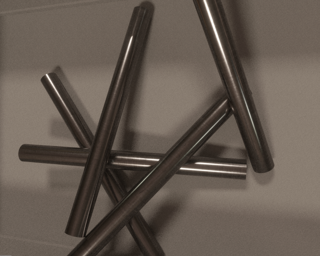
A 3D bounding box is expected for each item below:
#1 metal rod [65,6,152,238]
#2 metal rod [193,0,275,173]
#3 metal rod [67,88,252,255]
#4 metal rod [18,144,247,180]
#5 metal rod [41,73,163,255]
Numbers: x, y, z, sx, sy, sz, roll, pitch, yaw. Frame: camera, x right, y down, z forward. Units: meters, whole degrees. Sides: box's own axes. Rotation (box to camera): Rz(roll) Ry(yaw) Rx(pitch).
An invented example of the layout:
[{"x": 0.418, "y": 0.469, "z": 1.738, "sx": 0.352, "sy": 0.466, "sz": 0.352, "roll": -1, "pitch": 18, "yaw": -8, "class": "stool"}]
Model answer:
[{"x": -0.062, "y": -0.015, "z": 0.394, "sx": 0.025, "sy": 0.025, "sz": 0.299, "roll": 12, "pitch": 80, "yaw": 19, "class": "metal rod"}, {"x": 0.065, "y": -0.081, "z": 0.317, "sx": 0.025, "sy": 0.025, "sz": 0.299, "roll": -17, "pitch": 112, "yaw": 19, "class": "metal rod"}, {"x": -0.005, "y": 0.060, "z": 0.367, "sx": 0.025, "sy": 0.025, "sz": 0.300, "roll": 44, "pitch": 92, "yaw": 14, "class": "metal rod"}, {"x": -0.044, "y": 0.043, "z": 0.404, "sx": 0.301, "sy": 0.025, "sz": 0.025, "roll": 3, "pitch": 91, "yaw": 12, "class": "metal rod"}, {"x": -0.088, "y": 0.047, "z": 0.440, "sx": 0.025, "sy": 0.025, "sz": 0.299, "roll": -36, "pitch": 79, "yaw": 16, "class": "metal rod"}]
